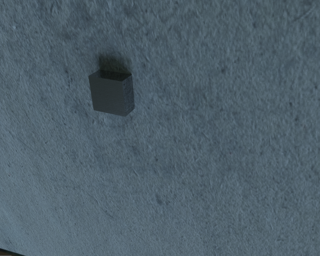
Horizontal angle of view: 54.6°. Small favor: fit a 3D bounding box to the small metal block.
[{"bbox_3d":[-0.063,-0.047,0.412,0.050,0.025,0.050,12,124,21],"label":"small metal block"}]
